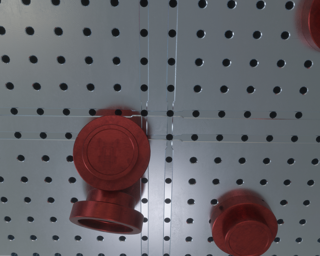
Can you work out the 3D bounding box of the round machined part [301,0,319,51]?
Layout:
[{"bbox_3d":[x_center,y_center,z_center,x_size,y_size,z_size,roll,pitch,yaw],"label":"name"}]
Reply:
[{"bbox_3d":[0.222,-0.131,0.358,0.099,0.042,0.097,0,110,0],"label":"round machined part"}]

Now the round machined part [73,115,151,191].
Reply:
[{"bbox_3d":[-0.061,0.031,0.394,0.099,0.042,0.098,1,83,-4],"label":"round machined part"}]

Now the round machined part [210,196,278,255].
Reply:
[{"bbox_3d":[0.127,0.154,0.462,0.099,0.042,0.097,0,110,0],"label":"round machined part"}]

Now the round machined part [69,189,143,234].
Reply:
[{"bbox_3d":[-0.071,0.115,0.428,0.098,0.042,0.098,7,151,4],"label":"round machined part"}]
